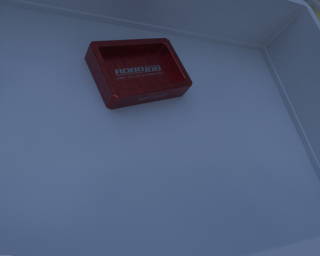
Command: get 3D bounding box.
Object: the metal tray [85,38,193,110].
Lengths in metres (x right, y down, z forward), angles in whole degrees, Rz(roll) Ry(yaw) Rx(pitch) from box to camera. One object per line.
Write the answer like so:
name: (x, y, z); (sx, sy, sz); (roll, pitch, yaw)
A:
metal tray: (-0.028, -0.081, 0.438); (0.131, 0.030, 0.090); (-14, 69, -34)
